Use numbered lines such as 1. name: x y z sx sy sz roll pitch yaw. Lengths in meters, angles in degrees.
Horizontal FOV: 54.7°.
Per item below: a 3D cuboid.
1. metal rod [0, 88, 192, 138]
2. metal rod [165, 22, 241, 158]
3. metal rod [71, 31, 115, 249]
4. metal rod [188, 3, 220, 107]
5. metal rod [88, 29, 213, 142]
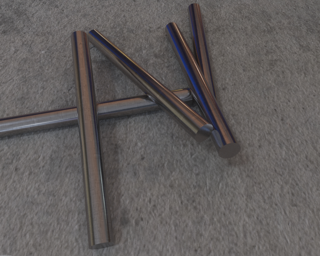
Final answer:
1. metal rod: -0.105 -0.019 0.417 0.302 0.025 0.025 -10 51 -9
2. metal rod: 0.048 -0.076 0.445 0.025 0.025 0.300 -8 44 -7
3. metal rod: -0.088 -0.009 0.381 0.025 0.025 0.299 -9 59 -8
4. metal rod: 0.068 -0.114 0.499 0.025 0.025 0.300 -1 50 -1
5. metal rod: -0.032 -0.076 0.440 0.025 0.025 0.300 -27 47 -21
